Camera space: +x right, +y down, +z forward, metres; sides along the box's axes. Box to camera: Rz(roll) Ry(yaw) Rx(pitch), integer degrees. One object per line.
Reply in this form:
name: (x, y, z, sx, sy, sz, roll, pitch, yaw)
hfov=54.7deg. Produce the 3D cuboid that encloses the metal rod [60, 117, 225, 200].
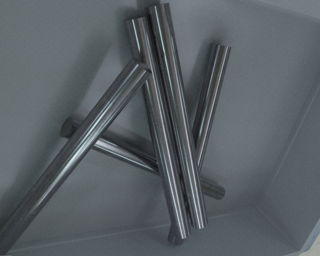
metal rod: (-0.002, 0.056, 0.443, 0.301, 0.025, 0.025, 29, 102, -38)

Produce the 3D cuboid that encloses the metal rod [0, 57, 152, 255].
metal rod: (-0.112, 0.046, 0.349, 0.025, 0.025, 0.299, 28, 111, -38)

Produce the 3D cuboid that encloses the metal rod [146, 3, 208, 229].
metal rod: (0.027, 0.003, 0.388, 0.025, 0.025, 0.298, -20, 114, -17)

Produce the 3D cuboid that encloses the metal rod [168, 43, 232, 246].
metal rod: (0.051, 0.035, 0.435, 0.025, 0.025, 0.298, 0, 111, -29)

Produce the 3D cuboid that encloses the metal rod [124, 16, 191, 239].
metal rod: (0.003, 0.018, 0.386, 0.025, 0.025, 0.298, -20, 115, -17)
